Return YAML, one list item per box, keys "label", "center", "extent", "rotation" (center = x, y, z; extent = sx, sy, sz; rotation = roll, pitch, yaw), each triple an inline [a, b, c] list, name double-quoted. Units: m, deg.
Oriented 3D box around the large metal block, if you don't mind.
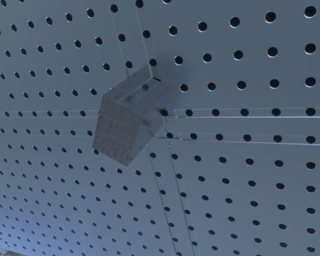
- label: "large metal block"
  center: [-0.034, -0.013, 0.384]
  extent: [0.050, 0.080, 0.079]
  rotation: [28, 128, 10]
